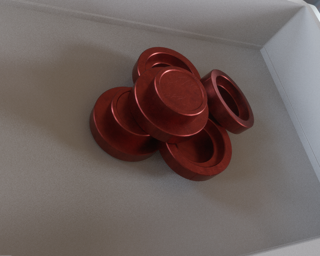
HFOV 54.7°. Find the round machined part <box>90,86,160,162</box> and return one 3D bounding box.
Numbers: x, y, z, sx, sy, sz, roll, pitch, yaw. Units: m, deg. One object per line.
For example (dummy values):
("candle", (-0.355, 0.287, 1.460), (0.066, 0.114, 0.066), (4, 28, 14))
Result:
("round machined part", (-0.033, -0.012, 0.381), (0.099, 0.042, 0.098), (14, 56, -21))

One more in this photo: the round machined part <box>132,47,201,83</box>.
("round machined part", (0.007, -0.063, 0.436), (0.099, 0.042, 0.098), (14, 56, -21))

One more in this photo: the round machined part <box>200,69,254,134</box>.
("round machined part", (0.089, -0.033, 0.449), (0.098, 0.042, 0.098), (32, 39, -31))

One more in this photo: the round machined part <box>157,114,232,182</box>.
("round machined part", (0.040, 0.023, 0.402), (0.099, 0.042, 0.098), (14, 56, -21))

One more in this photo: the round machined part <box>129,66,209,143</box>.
("round machined part", (0.017, -0.034, 0.368), (0.099, 0.042, 0.098), (14, 56, -21))
